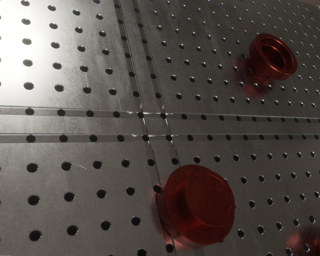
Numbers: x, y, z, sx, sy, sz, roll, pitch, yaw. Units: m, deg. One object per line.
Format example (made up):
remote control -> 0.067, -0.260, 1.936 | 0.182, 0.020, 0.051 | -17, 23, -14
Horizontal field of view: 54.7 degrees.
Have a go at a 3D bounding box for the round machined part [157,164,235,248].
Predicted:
round machined part -> 0.050, 0.089, 0.372 | 0.099, 0.042, 0.098 | 14, 56, -21

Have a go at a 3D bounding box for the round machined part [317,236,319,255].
round machined part -> 0.262, 0.177, 0.434 | 0.099, 0.042, 0.098 | 14, 56, -21

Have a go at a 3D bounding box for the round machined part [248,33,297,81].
round machined part -> 0.209, -0.130, 0.592 | 0.099, 0.042, 0.098 | 14, 56, -21
